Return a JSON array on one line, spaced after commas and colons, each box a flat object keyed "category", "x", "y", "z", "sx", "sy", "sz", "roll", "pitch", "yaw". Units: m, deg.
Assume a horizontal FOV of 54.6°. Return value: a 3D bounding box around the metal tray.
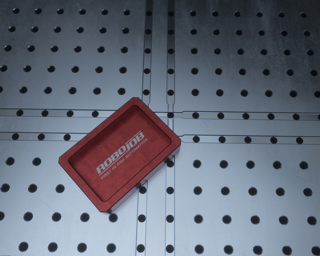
[{"category": "metal tray", "x": -0.049, "y": 0.033, "z": 0.396, "sx": 0.130, "sy": 0.030, "sz": 0.090, "roll": -41, "pitch": 75, "yaw": -14}]
